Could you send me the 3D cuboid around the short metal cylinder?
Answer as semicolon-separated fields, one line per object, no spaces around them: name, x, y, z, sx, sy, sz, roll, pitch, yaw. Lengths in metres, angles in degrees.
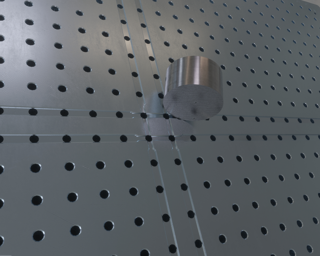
short metal cylinder;0.046;-0.053;0.429;0.080;0.080;0.050;18;55;-18
